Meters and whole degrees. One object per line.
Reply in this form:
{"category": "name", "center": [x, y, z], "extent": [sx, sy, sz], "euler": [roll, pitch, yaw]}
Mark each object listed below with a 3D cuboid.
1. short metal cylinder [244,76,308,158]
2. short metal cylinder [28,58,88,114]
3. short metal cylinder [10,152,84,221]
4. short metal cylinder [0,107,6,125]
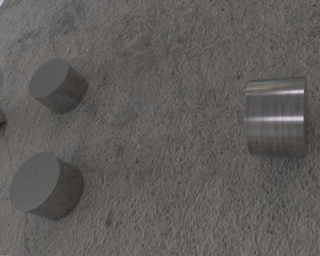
{"category": "short metal cylinder", "center": [0.120, -0.011, 0.312], "extent": [0.050, 0.080, 0.080], "euler": [0, 62, 28]}
{"category": "short metal cylinder", "center": [-0.171, -0.070, 0.521], "extent": [0.080, 0.050, 0.080], "euler": [-13, 56, 21]}
{"category": "short metal cylinder", "center": [-0.152, 0.079, 0.419], "extent": [0.080, 0.050, 0.080], "euler": [-13, 56, 21]}
{"category": "short metal cylinder", "center": [-0.329, -0.025, 0.557], "extent": [0.050, 0.080, 0.080], "euler": [-41, 51, 0]}
